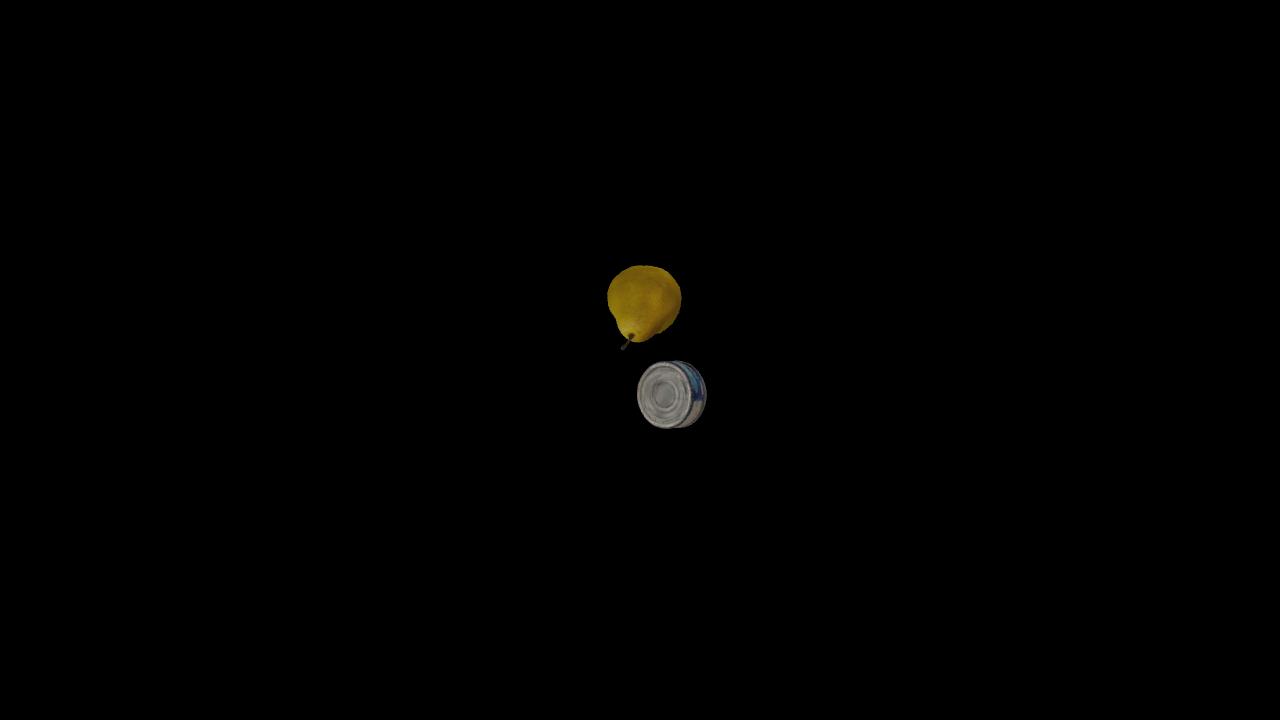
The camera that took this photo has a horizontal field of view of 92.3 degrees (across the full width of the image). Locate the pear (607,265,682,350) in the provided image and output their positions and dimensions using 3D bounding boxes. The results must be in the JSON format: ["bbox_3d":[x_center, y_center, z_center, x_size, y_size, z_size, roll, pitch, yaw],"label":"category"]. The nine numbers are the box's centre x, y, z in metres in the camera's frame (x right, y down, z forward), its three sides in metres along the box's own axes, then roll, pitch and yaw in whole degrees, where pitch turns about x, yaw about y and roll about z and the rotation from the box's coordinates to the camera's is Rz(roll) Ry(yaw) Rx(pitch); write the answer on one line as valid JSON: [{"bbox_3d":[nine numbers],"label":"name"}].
[{"bbox_3d":[0.004,-0.050,0.642,0.080,0.080,0.111,0,40,2],"label":"pear"}]

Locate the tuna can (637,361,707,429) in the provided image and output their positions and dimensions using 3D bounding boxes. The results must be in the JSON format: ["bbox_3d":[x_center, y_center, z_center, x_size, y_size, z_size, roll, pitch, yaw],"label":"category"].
[{"bbox_3d":[0.037,0.042,0.755,0.084,0.084,0.034,0,-1,36],"label":"tuna can"}]
